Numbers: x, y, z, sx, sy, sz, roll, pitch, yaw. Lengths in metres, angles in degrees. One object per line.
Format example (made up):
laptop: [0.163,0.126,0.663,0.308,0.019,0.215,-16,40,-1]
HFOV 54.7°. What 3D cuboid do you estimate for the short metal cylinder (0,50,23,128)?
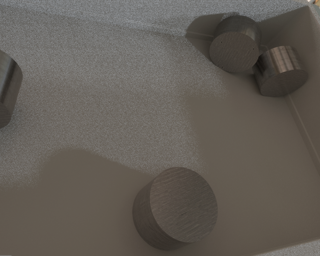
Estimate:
short metal cylinder: [-0.180,-0.039,0.297,0.081,0.080,0.050,13,56,-21]

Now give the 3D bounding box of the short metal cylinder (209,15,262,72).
short metal cylinder: [0.129,-0.142,0.526,0.080,0.080,0.050,29,52,-10]

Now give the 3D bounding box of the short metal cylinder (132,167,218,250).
short metal cylinder: [0.016,0.090,0.343,0.081,0.050,0.080,14,56,-21]

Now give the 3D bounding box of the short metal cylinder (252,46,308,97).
short metal cylinder: [0.208,-0.097,0.542,0.081,0.080,0.050,3,60,-27]
